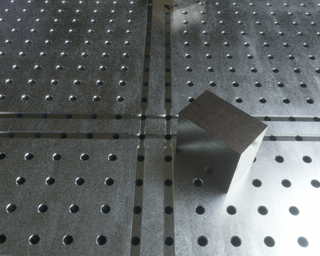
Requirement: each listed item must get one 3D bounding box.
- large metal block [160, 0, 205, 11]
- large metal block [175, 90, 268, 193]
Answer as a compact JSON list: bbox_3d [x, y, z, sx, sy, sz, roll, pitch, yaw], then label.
[{"bbox_3d":[0.040,-0.292,0.637,0.081,0.050,0.080,-25,55,-20],"label":"large metal block"},{"bbox_3d":[0.066,0.016,0.359,0.080,0.080,0.050,36,58,26],"label":"large metal block"}]
